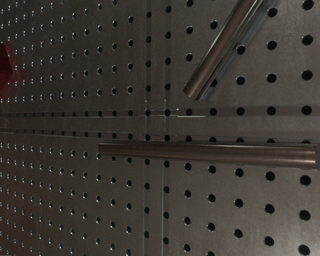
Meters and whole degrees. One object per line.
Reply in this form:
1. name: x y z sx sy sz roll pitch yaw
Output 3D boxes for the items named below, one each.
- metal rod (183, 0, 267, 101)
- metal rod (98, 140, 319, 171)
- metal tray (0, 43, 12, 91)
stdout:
1. metal rod: 0.111 -0.156 0.316 0.025 0.025 0.298 46 117 30
2. metal rod: 0.031 0.029 0.382 0.300 0.025 0.025 -1 90 39
3. metal tray: -0.399 -0.130 0.730 0.130 0.030 0.090 -36 68 34
